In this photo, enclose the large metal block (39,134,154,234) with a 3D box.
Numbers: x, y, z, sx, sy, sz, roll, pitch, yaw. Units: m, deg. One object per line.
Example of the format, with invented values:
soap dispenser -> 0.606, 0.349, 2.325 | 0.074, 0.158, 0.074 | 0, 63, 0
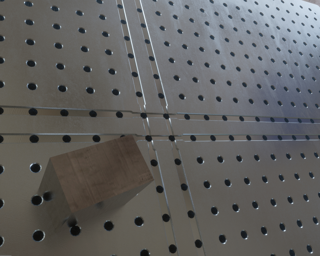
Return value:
large metal block -> -0.065, 0.055, 0.304 | 0.081, 0.080, 0.050 | -16, 70, -34
